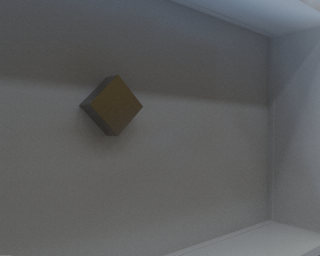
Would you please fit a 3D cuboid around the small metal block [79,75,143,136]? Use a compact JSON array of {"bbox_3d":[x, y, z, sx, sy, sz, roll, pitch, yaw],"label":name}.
[{"bbox_3d":[-0.056,-0.026,0.362,0.050,0.025,0.050,53,59,-27],"label":"small metal block"}]
